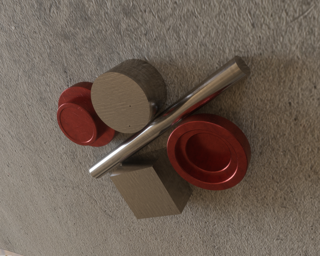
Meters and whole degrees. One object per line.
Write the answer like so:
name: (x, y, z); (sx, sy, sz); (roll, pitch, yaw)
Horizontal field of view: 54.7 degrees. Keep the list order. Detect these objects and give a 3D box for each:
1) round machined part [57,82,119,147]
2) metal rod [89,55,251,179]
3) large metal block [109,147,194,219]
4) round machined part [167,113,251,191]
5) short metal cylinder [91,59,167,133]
round machined part: (-0.107, -0.013, 0.445); (0.098, 0.042, 0.097); (13, 124, 21)
metal rod: (-0.009, 0.003, 0.416); (0.025, 0.025, 0.299); (49, 128, -7)
large metal block: (-0.011, 0.081, 0.449); (0.080, 0.050, 0.080); (-18, 109, 35)
round machined part: (0.062, 0.025, 0.380); (0.098, 0.042, 0.097); (13, 124, 21)
short metal cylinder: (-0.038, -0.040, 0.387); (0.080, 0.050, 0.079); (13, 124, 21)
